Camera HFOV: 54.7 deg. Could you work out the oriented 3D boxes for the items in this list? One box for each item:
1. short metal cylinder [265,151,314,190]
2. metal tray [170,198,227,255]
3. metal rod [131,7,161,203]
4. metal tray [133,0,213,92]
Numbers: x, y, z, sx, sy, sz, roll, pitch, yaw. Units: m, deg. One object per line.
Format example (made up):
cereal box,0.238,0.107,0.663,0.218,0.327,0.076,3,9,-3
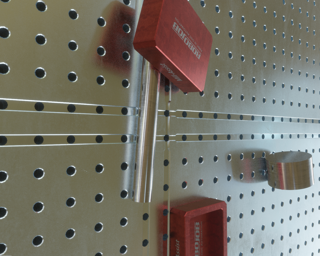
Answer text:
short metal cylinder,0.240,0.077,0.575,0.081,0.080,0.050,-15,100,-39
metal tray,0.059,0.176,0.455,0.091,0.030,0.129,-2,91,-40
metal rod,-0.012,-0.057,0.398,0.025,0.025,0.298,7,86,-40
metal tray,0.023,-0.111,0.398,0.130,0.030,0.090,31,66,-53
